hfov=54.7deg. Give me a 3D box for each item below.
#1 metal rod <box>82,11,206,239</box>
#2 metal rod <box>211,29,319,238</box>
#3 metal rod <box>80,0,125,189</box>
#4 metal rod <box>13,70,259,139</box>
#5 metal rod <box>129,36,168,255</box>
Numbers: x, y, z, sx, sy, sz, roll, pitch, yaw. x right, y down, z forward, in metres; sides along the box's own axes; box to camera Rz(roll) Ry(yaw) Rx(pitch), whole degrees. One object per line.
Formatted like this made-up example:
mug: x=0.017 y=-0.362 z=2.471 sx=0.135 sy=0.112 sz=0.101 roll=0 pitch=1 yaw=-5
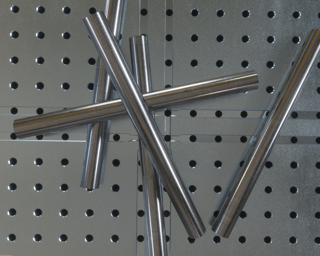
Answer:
metal rod: x=-0.011 y=0.010 z=0.372 sx=0.025 sy=0.025 sz=0.299 roll=-25 pitch=107 yaw=0
metal rod: x=0.147 y=0.007 z=0.415 sx=0.025 sy=0.025 sz=0.299 roll=27 pitch=90 yaw=-1
metal rod: x=-0.074 y=-0.069 z=0.412 sx=0.025 sy=0.025 sz=0.298 roll=8 pitch=90 yaw=-1
metal rod: x=-0.028 y=-0.030 z=0.387 sx=0.302 sy=0.025 sz=0.025 roll=-12 pitch=90 yaw=-1
metal rod: x=-0.015 y=0.029 z=0.413 sx=0.025 sy=0.025 sz=0.298 roll=-5 pitch=90 yaw=-1
